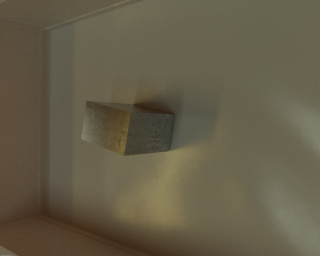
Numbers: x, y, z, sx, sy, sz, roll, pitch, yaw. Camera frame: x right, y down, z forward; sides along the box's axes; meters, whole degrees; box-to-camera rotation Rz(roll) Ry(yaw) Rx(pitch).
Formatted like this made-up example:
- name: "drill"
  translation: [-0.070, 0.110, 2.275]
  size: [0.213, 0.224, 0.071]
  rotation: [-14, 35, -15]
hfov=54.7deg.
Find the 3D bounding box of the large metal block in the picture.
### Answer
- name: "large metal block"
  translation: [-0.041, -0.002, 0.399]
  size: [0.080, 0.081, 0.050]
  rotation: [16, 100, 38]
